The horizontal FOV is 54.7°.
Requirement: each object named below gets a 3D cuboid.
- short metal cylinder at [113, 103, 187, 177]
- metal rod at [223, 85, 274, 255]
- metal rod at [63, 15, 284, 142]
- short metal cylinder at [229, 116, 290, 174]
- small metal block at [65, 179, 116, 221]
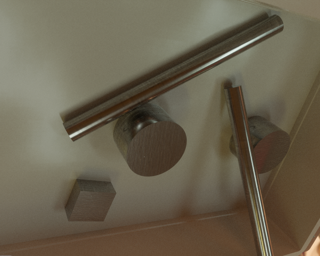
[{"bbox_3d":[-0.013,0.015,0.396,0.081,0.050,0.079,-14,125,-21],"label":"short metal cylinder"},{"bbox_3d":[0.136,0.085,0.460,0.025,0.025,0.298,-17,101,-19],"label":"metal rod"},{"bbox_3d":[0.025,-0.066,0.382,0.302,0.025,0.025,-29,129,-10],"label":"metal rod"},{"bbox_3d":[0.160,0.027,0.500,0.081,0.050,0.079,-14,125,-21],"label":"short metal cylinder"},{"bbox_3d":[-0.094,0.099,0.419,0.050,0.025,0.050,12,112,-34],"label":"small metal block"}]
